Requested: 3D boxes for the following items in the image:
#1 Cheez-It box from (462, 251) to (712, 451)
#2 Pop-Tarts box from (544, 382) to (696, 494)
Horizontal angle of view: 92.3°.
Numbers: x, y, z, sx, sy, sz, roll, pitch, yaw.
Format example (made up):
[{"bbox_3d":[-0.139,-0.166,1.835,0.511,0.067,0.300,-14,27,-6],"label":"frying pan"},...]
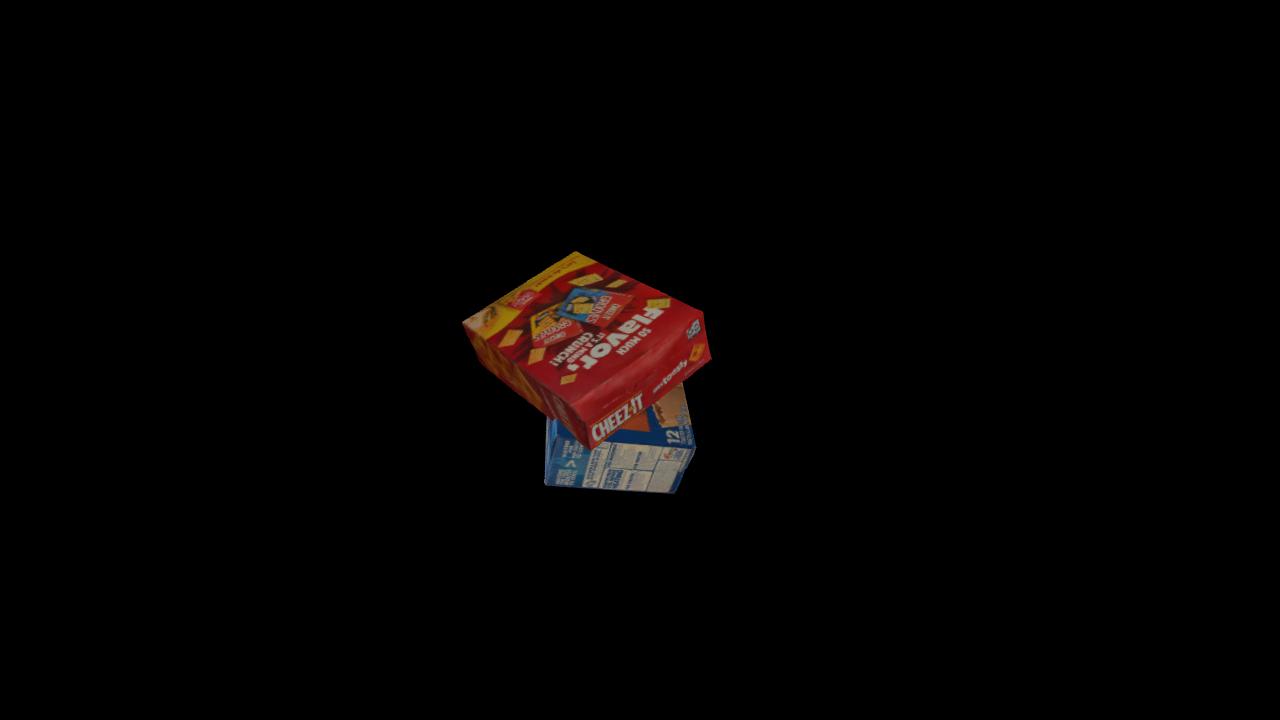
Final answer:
[{"bbox_3d":[-0.060,-0.022,0.648,0.166,0.071,0.223,-37,43,-24],"label":"Cheez-It box"},{"bbox_3d":[-0.028,0.051,0.668,0.141,0.083,0.167,6,40,-12],"label":"Pop-Tarts box"}]
